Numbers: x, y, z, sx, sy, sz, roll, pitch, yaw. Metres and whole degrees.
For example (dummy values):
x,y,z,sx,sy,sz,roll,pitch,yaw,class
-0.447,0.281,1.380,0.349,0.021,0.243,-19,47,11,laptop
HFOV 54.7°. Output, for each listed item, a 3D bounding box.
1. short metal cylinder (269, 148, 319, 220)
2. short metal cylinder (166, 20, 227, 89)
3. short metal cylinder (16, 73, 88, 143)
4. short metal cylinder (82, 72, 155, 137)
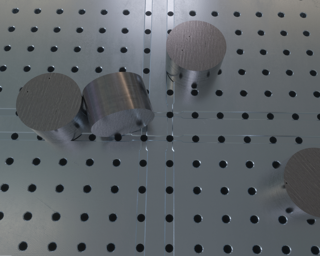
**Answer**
x,y,z,sx,sy,sz,roll,pitch,yaw,class
0.181,0.069,0.374,0.081,0.050,0.080,0,70,0,short metal cylinder
0.048,-0.102,0.436,0.081,0.050,0.080,0,70,0,short metal cylinder
-0.137,-0.025,0.407,0.081,0.050,0.080,0,70,0,short metal cylinder
-0.052,-0.028,0.392,0.081,0.080,0.050,-16,71,-6,short metal cylinder
